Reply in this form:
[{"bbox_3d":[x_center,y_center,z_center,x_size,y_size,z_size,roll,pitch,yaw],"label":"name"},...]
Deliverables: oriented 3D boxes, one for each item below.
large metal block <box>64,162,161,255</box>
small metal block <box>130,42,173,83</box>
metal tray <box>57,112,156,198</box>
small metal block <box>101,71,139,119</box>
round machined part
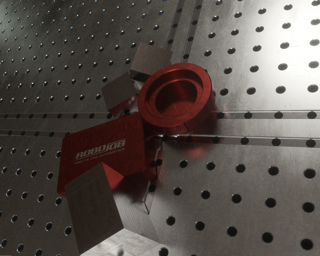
[{"bbox_3d":[-0.052,0.096,0.340,0.050,0.080,0.080,-33,52,6],"label":"large metal block"},{"bbox_3d":[-0.013,-0.093,0.456,0.050,0.025,0.050,16,66,0],"label":"small metal block"},{"bbox_3d":[-0.073,0.038,0.418,0.130,0.030,0.090,-17,55,17],"label":"metal tray"},{"bbox_3d":[-0.056,-0.050,0.467,0.050,0.025,0.050,-30,52,8],"label":"small metal block"},{"bbox_3d":[0.024,-0.033,0.402,0.098,0.042,0.098,-11,56,18],"label":"round machined part"}]
